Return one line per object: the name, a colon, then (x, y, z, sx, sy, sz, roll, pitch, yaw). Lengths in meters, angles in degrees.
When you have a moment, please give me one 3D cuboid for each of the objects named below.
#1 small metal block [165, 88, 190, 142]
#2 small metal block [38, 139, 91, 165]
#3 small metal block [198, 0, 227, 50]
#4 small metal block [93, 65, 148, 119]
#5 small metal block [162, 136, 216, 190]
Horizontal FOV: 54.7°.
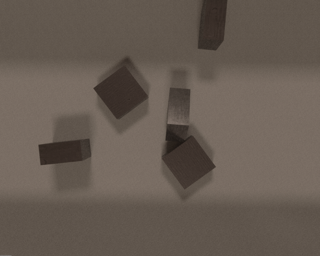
small metal block: (0.022, -0.016, 0.391, 0.025, 0.050, 0.050, 5, 64, 0)
small metal block: (-0.120, 0.030, 0.397, 0.050, 0.050, 0.025, -6, 90, -1)
small metal block: (0.067, -0.132, 0.400, 0.025, 0.050, 0.050, 5, 90, 0)
small metal block: (-0.051, -0.046, 0.411, 0.050, 0.025, 0.050, -37, 90, 0)
small metal block: (0.037, 0.045, 0.412, 0.050, 0.025, 0.050, -36, 91, 0)
